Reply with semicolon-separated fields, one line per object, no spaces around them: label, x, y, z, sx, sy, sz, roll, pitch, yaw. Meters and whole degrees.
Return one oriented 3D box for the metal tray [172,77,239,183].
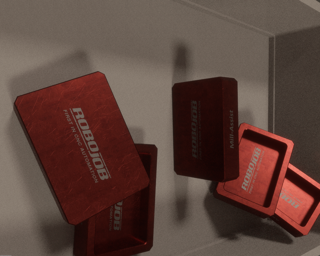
metal tray;0.059;0.001;0.416;0.030;0.090;0.129;-3;92;-40

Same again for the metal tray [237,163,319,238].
metal tray;0.198;0.103;0.511;0.090;0.130;0.030;-47;163;-22

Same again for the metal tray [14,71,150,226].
metal tray;-0.077;0.018;0.313;0.091;0.030;0.129;-25;94;-27

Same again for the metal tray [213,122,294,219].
metal tray;0.149;0.065;0.492;0.030;0.090;0.130;91;23;-65

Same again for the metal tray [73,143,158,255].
metal tray;-0.049;0.082;0.363;0.091;0.030;0.129;4;87;-40
